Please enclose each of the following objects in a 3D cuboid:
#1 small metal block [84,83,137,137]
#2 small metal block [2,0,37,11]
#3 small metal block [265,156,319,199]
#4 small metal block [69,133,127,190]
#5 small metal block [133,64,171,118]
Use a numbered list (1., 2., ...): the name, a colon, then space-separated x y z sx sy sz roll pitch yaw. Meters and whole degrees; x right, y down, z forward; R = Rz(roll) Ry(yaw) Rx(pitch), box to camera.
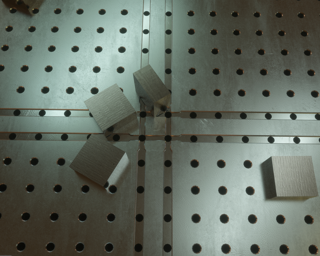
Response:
1. small metal block: -0.066 -0.024 0.420 0.050 0.025 0.050 -32 73 -11
2. small metal block: -0.220 -0.220 0.490 0.050 0.025 0.050 22 71 7
3. small metal block: 0.165 0.063 0.391 0.050 0.025 0.050 0 70 -1
4. small metal block: -0.077 0.043 0.395 0.050 0.025 0.050 29 72 9
5. small metal block: -0.011 -0.049 0.416 0.025 0.050 0.050 -31 73 -11
